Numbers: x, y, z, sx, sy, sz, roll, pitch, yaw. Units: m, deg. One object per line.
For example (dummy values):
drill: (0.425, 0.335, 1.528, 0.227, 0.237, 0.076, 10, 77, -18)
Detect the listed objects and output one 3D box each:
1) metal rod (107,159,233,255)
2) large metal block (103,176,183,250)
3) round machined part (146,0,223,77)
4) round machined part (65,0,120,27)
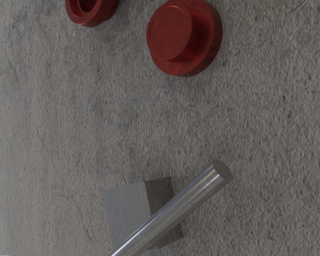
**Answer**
metal rod: (-0.028, 0.136, 0.362, 0.299, 0.025, 0.025, -48, 62, 29)
large metal block: (-0.024, 0.112, 0.409, 0.080, 0.050, 0.080, -19, 78, 38)
round machined part: (0.022, -0.113, 0.376, 0.098, 0.042, 0.097, 0, 90, 40)
round machined part: (-0.100, -0.204, 0.476, 0.098, 0.042, 0.097, 0, 90, 40)
